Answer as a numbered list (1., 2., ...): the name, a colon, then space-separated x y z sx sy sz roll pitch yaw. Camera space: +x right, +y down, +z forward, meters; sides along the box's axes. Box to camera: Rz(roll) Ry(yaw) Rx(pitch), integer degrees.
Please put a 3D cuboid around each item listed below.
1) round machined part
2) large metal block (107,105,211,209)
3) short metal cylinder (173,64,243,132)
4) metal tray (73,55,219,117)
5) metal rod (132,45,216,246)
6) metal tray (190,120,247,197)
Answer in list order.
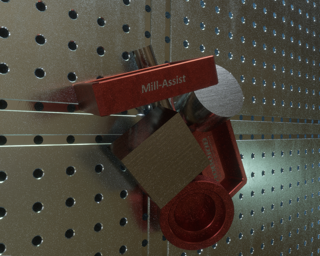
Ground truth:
1. round machined part: 0.044 0.108 0.413 0.099 0.042 0.097 -3 104 -10
2. large metal block: -0.001 0.032 0.364 0.080 0.050 0.080 -40 117 -13
3. short metal cylinder: 0.066 -0.041 0.424 0.081 0.050 0.080 12 62 -23
4. metal tray: -0.016 -0.047 0.330 0.131 0.090 0.030 -18 104 -24
5. metal rod: 0.026 0.035 0.426 0.025 0.025 0.298 -32 110 -36
6. metal tray: 0.082 0.048 0.470 0.091 0.030 0.129 -32 110 -36
